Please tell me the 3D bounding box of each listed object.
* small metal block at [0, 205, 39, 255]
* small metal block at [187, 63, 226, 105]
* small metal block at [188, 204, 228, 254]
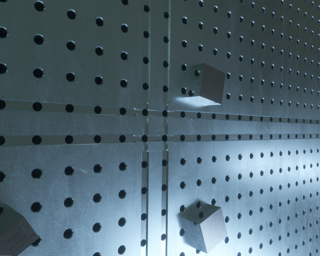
[{"bbox_3d":[-0.144,0.099,0.273,0.050,0.050,0.025,-38,114,-34],"label":"small metal block"},{"bbox_3d":[0.071,-0.065,0.471,0.050,0.025,0.050,15,81,-39],"label":"small metal block"},{"bbox_3d":[0.074,0.153,0.474,0.050,0.025,0.050,-24,106,-38],"label":"small metal block"}]
